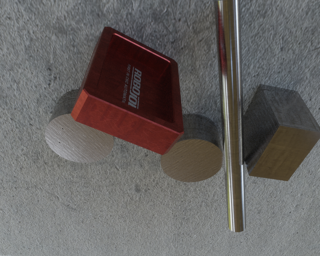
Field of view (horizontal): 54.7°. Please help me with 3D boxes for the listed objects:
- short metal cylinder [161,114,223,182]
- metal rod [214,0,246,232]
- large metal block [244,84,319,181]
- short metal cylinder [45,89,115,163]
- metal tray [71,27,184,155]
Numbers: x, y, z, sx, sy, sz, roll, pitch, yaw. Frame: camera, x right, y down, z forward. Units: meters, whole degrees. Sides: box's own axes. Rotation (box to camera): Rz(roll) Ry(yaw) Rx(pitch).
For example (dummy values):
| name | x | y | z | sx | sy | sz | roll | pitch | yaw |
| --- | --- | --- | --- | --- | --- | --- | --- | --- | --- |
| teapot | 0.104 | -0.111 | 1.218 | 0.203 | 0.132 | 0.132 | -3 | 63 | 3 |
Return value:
| name | x | y | z | sx | sy | sz | roll | pitch | yaw |
| --- | --- | --- | --- | --- | --- | --- | --- | --- | --- |
| short metal cylinder | 0.041 | 0.027 | 0.415 | 0.081 | 0.050 | 0.079 | 0 | 130 | 0 |
| metal rod | 0.087 | 0.005 | 0.368 | 0.025 | 0.025 | 0.298 | -7 | 117 | 5 |
| large metal block | 0.139 | 0.005 | 0.377 | 0.050 | 0.080 | 0.079 | 9 | 129 | -8 |
| short metal cylinder | -0.096 | -0.002 | 0.388 | 0.081 | 0.050 | 0.079 | 0 | 130 | 0 |
| metal tray | -0.026 | -0.042 | 0.302 | 0.091 | 0.130 | 0.030 | 23 | 126 | -19 |
